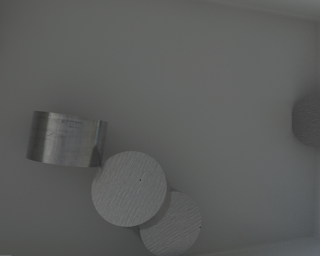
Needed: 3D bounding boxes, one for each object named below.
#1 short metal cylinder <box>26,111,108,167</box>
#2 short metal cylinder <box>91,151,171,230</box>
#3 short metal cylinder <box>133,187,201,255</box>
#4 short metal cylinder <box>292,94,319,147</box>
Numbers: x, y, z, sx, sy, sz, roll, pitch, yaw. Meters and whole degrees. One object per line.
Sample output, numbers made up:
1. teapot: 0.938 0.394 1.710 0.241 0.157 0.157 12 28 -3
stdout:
1. short metal cylinder: -0.102 0.012 0.344 0.081 0.080 0.050 9 87 -20
2. short metal cylinder: -0.030 0.072 0.348 0.080 0.050 0.080 -3 67 7
3. short metal cylinder: 0.006 0.117 0.399 0.081 0.050 0.080 0 90 -20
4. short metal cylinder: 0.251 -0.012 0.474 0.050 0.080 0.080 0 90 -20
